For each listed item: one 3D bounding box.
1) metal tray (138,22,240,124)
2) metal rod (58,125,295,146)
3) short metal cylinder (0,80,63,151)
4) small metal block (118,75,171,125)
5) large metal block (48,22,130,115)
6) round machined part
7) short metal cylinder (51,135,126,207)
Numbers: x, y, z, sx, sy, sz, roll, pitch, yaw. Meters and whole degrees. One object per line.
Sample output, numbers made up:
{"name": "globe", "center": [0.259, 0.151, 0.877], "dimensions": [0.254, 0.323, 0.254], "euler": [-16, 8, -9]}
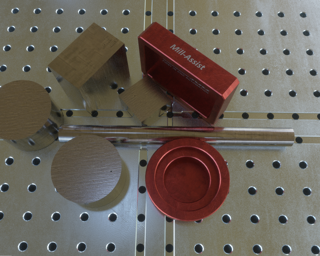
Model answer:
{"name": "metal tray", "center": [0.032, -0.068, 0.402], "dimensions": [0.130, 0.090, 0.030], "euler": [38, 75, 13]}
{"name": "metal rod", "center": [0.021, 0.010, 0.408], "dimensions": [0.302, 0.025, 0.025], "euler": [1, 70, 0]}
{"name": "short metal cylinder", "center": [-0.173, -0.015, 0.402], "dimensions": [0.081, 0.050, 0.080], "euler": [0, 70, 0]}
{"name": "small metal block", "center": [-0.020, -0.036, 0.425], "dimensions": [0.050, 0.025, 0.050], "euler": [-37, 74, -13]}
{"name": "large metal block", "center": [-0.088, -0.075, 0.410], "dimensions": [0.050, 0.080, 0.080], "euler": [37, 74, 12]}
{"name": "round machined part", "center": [0.032, 0.064, 0.379], "dimensions": [0.099, 0.042, 0.098], "euler": [0, 70, 0]}
{"name": "short metal cylinder", "center": [-0.084, 0.054, 0.377], "dimensions": [0.081, 0.050, 0.080], "euler": [0, 70, 0]}
